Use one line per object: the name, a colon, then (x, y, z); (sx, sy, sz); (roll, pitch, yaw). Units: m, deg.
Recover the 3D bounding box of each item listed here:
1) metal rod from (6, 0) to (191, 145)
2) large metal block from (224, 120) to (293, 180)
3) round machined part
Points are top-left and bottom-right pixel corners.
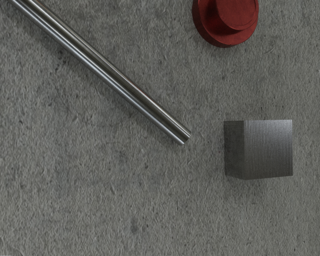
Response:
metal rod: (-0.077, -0.079, 0.380); (0.300, 0.025, 0.025); (40, 77, -16)
large metal block: (0.142, 0.029, 0.448); (0.081, 0.050, 0.080); (-1, 91, -20)
round machined part: (0.098, -0.166, 0.436); (0.099, 0.042, 0.097); (0, 90, -20)
